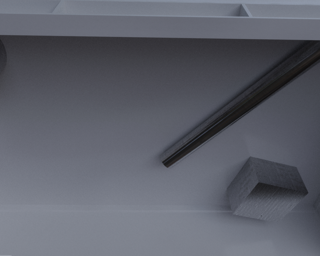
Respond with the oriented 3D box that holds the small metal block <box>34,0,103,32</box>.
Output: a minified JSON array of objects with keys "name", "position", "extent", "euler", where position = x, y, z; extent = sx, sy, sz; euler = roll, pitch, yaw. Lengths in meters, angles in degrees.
[{"name":"small metal block","position":[-0.084,-0.114,0.294],"extent":[0.050,0.050,0.025],"euler":[1,130,-1]}]

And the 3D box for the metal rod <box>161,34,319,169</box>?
[{"name":"metal rod","position":[0.112,-0.036,0.380],"extent":[0.025,0.025,0.299],"euler":[35,122,-26]}]

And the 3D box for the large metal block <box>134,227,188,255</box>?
[{"name":"large metal block","position":[0.000,0.243,0.602],"extent":[0.081,0.050,0.079],"euler":[16,128,-14]}]

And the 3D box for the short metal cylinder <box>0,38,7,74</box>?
[{"name":"short metal cylinder","position":[-0.214,-0.073,0.327],"extent":[0.081,0.050,0.079],"euler":[0,130,0]}]

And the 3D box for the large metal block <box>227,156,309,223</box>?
[{"name":"large metal block","position":[0.162,0.096,0.478],"extent":[0.081,0.050,0.079],"euler":[14,129,-12]}]
